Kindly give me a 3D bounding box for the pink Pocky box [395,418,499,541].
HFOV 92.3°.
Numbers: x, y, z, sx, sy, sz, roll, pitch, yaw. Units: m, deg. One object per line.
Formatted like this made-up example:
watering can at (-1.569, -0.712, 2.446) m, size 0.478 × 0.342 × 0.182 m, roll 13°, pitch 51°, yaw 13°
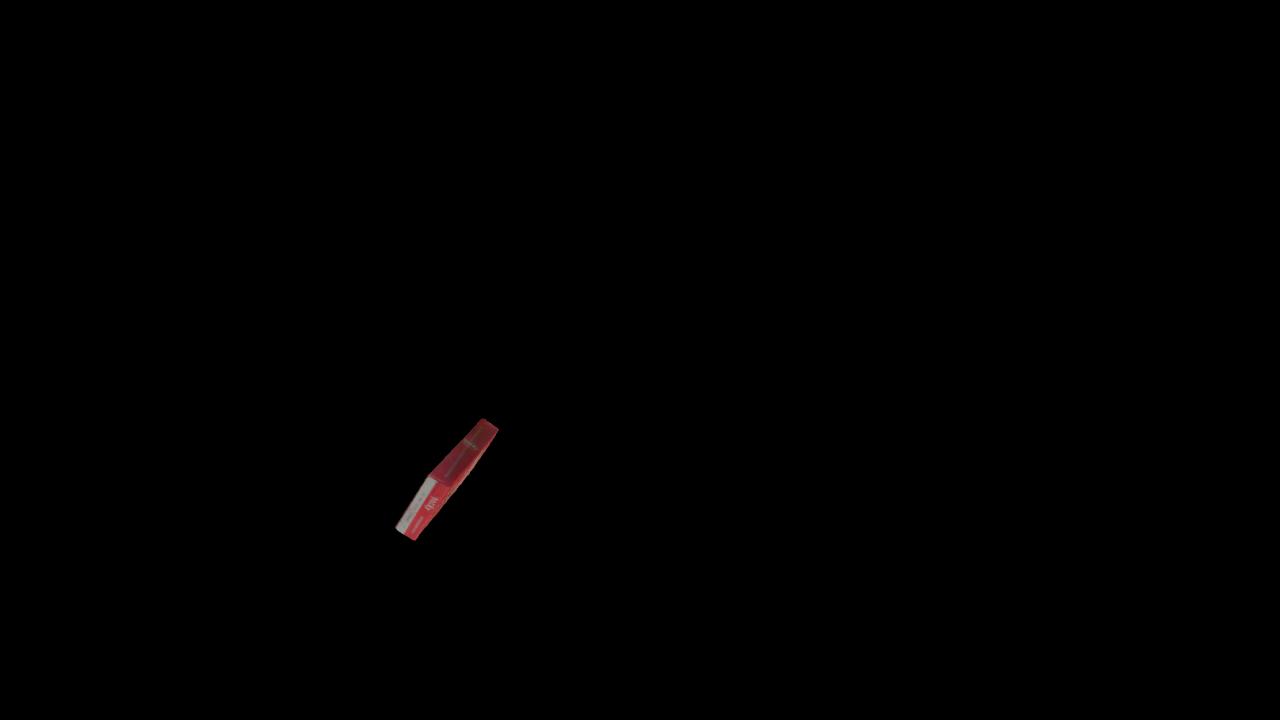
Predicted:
pink Pocky box at (-0.220, 0.133, 0.716) m, size 0.029 × 0.084 × 0.155 m, roll 35°, pitch 18°, yaw -4°
